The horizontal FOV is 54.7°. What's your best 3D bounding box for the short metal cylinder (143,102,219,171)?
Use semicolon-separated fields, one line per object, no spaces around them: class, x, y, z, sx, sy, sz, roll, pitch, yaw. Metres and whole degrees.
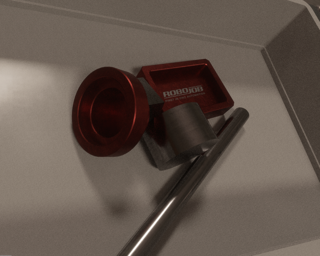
short metal cylinder;0.024;0.011;0.378;0.081;0.080;0.050;-16;71;-35

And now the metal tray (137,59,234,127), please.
metal tray;0.038;-0.053;0.456;0.131;0.030;0.090;-15;70;-34

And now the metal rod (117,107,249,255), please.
metal rod;0.045;0.059;0.395;0.025;0.025;0.302;44;51;2

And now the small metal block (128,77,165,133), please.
small metal block;-0.025;-0.027;0.385;0.025;0.050;0.050;-13;51;-36

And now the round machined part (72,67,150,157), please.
round machined part;-0.051;-0.016;0.349;0.042;0.098;0.098;7;55;-54
